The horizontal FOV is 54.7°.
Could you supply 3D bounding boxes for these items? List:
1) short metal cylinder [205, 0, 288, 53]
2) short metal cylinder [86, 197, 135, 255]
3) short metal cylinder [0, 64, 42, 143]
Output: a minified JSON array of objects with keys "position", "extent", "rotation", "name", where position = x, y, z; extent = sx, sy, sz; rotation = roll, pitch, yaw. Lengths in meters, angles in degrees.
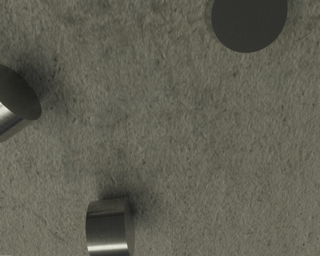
[{"position":[0.094,-0.129,0.350],"extent":[0.081,0.050,0.079],"rotation":[0,110,-1],"name":"short metal cylinder"},{"position":[-0.067,0.139,0.431],"extent":[0.050,0.080,0.079],"rotation":[-7,110,2],"name":"short metal cylinder"},{"position":[-0.190,-0.029,0.367],"extent":[0.050,0.080,0.080],"rotation":[-33,107,11],"name":"short metal cylinder"}]
